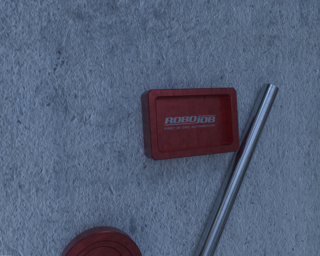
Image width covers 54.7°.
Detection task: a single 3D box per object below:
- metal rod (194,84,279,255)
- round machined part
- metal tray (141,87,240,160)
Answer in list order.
[{"bbox_3d":[0.109,0.073,0.450,0.025,0.025,0.299,27,81,-19],"label":"metal rod"},{"bbox_3d":[-0.073,0.167,0.374,0.099,0.042,0.097,0,90,-21],"label":"round machined part"},{"bbox_3d":[0.043,-0.008,0.423,0.131,0.030,0.089,-4,92,-20],"label":"metal tray"}]
